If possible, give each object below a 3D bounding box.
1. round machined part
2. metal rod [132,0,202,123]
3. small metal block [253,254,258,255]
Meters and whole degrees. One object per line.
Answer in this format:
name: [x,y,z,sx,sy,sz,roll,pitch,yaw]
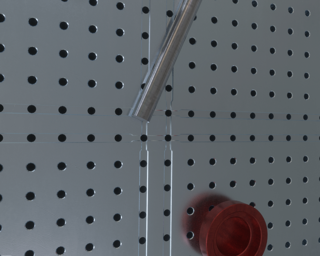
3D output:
round machined part: [0.099,0.152,0.440,0.099,0.042,0.097,0,90,-20]
metal rod: [0.033,-0.148,0.424,0.025,0.025,0.299,26,81,-18]
small metal block: [0.158,0.223,0.458,0.025,0.050,0.050,-33,101,-17]
